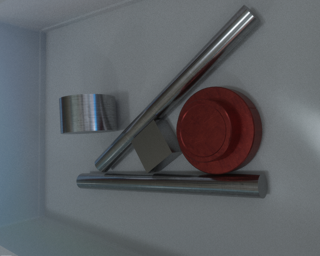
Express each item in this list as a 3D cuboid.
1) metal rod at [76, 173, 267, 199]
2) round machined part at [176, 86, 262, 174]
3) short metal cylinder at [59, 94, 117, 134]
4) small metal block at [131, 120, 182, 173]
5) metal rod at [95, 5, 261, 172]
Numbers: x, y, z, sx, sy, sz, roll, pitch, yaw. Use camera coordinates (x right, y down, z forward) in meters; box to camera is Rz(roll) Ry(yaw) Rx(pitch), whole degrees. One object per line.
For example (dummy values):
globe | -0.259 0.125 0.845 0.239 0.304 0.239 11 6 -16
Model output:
metal rod | -0.010 0.073 0.411 0.300 0.025 0.025 -7 86 39
round machined part | 0.058 0.003 0.343 0.098 0.042 0.097 0 90 39
short metal cylinder | -0.104 -0.018 0.453 0.080 0.081 0.050 -6 86 39
small metal block | -0.004 0.024 0.406 0.050 0.025 0.050 -43 65 31
metal rod | 0.004 -0.031 0.400 0.299 0.025 0.025 -44 64 31
